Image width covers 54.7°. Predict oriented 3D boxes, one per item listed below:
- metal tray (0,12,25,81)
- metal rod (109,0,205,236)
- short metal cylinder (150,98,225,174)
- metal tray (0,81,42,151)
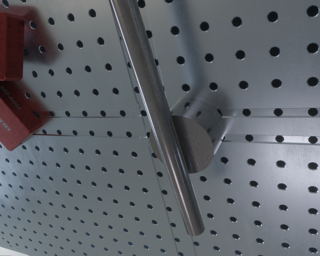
[{"bbox_3d":[-0.258,-0.121,0.449,0.130,0.030,0.089,12,102,21],"label":"metal tray"},{"bbox_3d":[0.004,0.000,0.344,0.025,0.025,0.298,-4,117,30],"label":"metal rod"},{"bbox_3d":[0.034,0.009,0.382,0.080,0.050,0.079,13,124,21],"label":"short metal cylinder"},{"bbox_3d":[-0.274,-0.031,0.533,0.090,0.030,0.130,-31,101,38],"label":"metal tray"}]
